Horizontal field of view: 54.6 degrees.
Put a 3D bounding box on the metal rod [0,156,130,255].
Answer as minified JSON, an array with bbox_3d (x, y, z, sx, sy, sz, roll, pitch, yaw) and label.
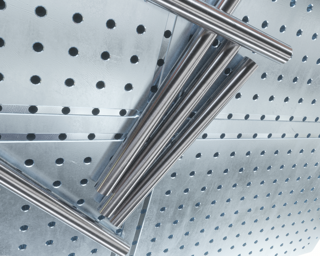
[{"bbox_3d":[-0.131,0.104,0.402,0.025,0.025,0.300,-40,129,-1],"label":"metal rod"}]

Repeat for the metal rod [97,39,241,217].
[{"bbox_3d":[0.010,0.000,0.416,0.025,0.025,0.299,30,102,-38],"label":"metal rod"}]

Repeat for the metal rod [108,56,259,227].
[{"bbox_3d":[0.029,0.023,0.440,0.299,0.025,0.025,-50,129,7],"label":"metal rod"}]

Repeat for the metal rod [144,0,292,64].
[{"bbox_3d":[0.025,-0.127,0.321,0.302,0.025,0.025,15,111,-27],"label":"metal rod"}]

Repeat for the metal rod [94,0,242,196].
[{"bbox_3d":[0.005,-0.038,0.389,0.025,0.025,0.299,26,104,-37],"label":"metal rod"}]
